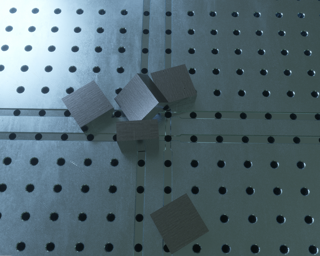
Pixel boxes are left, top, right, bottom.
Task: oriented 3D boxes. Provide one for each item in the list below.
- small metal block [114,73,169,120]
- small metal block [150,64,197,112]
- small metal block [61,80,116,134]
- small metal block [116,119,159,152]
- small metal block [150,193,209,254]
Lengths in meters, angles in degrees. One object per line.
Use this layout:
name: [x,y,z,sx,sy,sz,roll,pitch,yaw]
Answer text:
small metal block: [-0.025,-0.036,0.411,0.050,0.025,0.050,-44,72,26]
small metal block: [0.018,-0.056,0.432,0.050,0.025,0.050,-16,71,-6]
small metal block: [-0.096,-0.029,0.421,0.050,0.025,0.050,-33,74,-12]
small metal block: [-0.027,0.011,0.394,0.050,0.050,0.025,-4,70,-2]
small metal block: [0.022,0.114,0.370,0.050,0.025,0.050,-28,73,-10]
